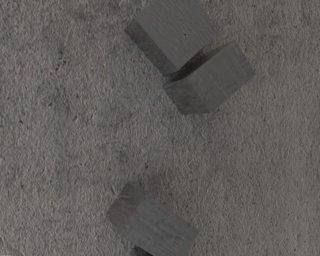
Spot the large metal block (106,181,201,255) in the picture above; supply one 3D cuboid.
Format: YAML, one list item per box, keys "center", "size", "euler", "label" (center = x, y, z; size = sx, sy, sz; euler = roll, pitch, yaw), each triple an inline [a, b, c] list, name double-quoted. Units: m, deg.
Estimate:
- center: [-0.012, 0.114, 0.376]
  size: [0.080, 0.080, 0.050]
  euler: [38, 78, -16]
  label: "large metal block"

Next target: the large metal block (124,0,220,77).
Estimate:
- center: [0.015, -0.126, 0.401]
  size: [0.080, 0.050, 0.080]
  euler: [-45, 104, -14]
  label: "large metal block"

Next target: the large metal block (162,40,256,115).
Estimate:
- center: [0.060, -0.062, 0.402]
  size: [0.080, 0.080, 0.050]
  euler: [-39, 103, -16]
  label: "large metal block"

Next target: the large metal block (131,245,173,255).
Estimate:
- center: [0.001, 0.198, 0.380]
  size: [0.050, 0.080, 0.079]
  euler: [-3, 91, -20]
  label: "large metal block"
